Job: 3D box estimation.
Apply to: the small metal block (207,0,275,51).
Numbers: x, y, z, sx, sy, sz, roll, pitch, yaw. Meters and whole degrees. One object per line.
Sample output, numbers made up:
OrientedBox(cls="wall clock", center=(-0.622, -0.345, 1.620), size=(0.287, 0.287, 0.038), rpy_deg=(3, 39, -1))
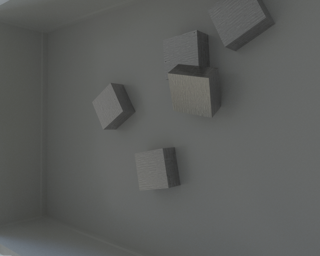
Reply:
OrientedBox(cls="small metal block", center=(0.087, -0.120, 0.335), size=(0.050, 0.025, 0.050), rpy_deg=(-32, 70, 35))

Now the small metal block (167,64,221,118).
OrientedBox(cls="small metal block", center=(0.040, -0.043, 0.355), size=(0.050, 0.025, 0.050), rpy_deg=(13, 131, 31))

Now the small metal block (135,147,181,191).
OrientedBox(cls="small metal block", center=(-0.004, 0.054, 0.410), size=(0.050, 0.025, 0.050), rpy_deg=(-14, 81, 39))

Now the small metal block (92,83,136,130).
OrientedBox(cls="small metal block", center=(-0.070, -0.032, 0.465), size=(0.050, 0.025, 0.050), rpy_deg=(-39, 66, 33))

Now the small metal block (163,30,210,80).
OrientedBox(cls="small metal block", center=(0.032, -0.087, 0.380), size=(0.050, 0.025, 0.050), rpy_deg=(-4, 87, 40))
